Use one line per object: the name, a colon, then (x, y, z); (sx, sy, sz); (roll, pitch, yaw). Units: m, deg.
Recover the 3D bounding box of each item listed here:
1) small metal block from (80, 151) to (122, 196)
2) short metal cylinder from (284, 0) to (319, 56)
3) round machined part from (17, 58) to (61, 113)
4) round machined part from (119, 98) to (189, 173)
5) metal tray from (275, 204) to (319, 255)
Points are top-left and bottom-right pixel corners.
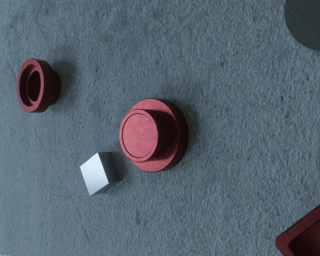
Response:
small metal block: (-0.092, 0.071, 0.479); (0.050, 0.025, 0.050); (-37, 68, 33)
short metal cylinder: (0.154, -0.100, 0.261); (0.080, 0.050, 0.079); (0, 90, 39)
round machined part: (-0.221, -0.076, 0.572); (0.098, 0.042, 0.097); (0, 90, 39)
round machined part: (-0.015, 0.010, 0.404); (0.098, 0.042, 0.097); (0, 90, 39)
metal tray: (0.175, 0.094, 0.256); (0.129, 0.030, 0.090); (-52, 60, 27)
